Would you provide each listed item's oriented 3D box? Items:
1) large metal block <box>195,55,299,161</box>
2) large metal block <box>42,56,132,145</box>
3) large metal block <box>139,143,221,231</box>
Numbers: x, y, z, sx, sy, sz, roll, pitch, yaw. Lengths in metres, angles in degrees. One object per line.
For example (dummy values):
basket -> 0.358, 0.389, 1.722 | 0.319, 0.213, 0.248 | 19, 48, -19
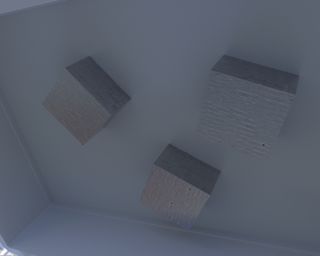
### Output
large metal block -> 0.091, -0.023, 0.331 | 0.080, 0.050, 0.079 | 20, 126, 16
large metal block -> -0.101, -0.036, 0.423 | 0.080, 0.050, 0.080 | 46, 129, -4
large metal block -> 0.026, 0.081, 0.429 | 0.080, 0.050, 0.079 | 28, 128, 10
